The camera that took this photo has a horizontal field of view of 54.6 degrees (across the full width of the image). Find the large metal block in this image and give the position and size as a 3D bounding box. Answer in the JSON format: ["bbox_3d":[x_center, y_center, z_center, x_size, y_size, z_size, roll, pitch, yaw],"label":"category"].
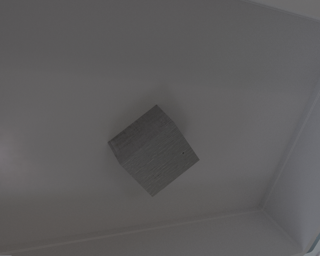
[{"bbox_3d":[-0.007,0.031,0.407,0.080,0.050,0.080,-38,129,-3],"label":"large metal block"}]
